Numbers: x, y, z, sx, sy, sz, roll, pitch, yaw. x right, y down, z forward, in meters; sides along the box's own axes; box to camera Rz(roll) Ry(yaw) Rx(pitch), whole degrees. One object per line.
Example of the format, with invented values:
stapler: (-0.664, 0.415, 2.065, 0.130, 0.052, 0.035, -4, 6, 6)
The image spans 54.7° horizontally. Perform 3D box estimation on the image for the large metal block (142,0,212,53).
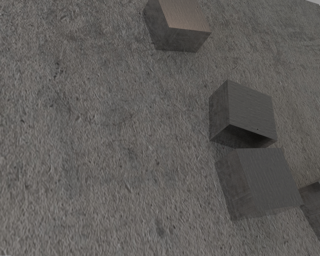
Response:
large metal block: (0.026, -0.173, 0.507, 0.081, 0.050, 0.080, -4, 64, -30)

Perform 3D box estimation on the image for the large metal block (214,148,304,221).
large metal block: (0.130, 0.073, 0.412, 0.081, 0.050, 0.080, 1, 61, -28)

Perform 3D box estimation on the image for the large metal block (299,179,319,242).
large metal block: (0.257, 0.112, 0.457, 0.081, 0.050, 0.080, -13, 68, -33)

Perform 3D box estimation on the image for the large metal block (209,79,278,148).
large metal block: (0.121, -0.015, 0.462, 0.081, 0.050, 0.080, 18, 55, -18)
